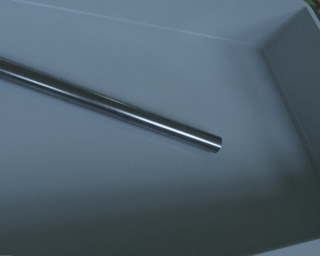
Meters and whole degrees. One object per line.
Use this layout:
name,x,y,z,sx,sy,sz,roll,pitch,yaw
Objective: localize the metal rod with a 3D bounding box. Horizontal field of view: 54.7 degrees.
metal rod,-0.056,-0.024,0.391,0.302,0.025,0.025,19,54,-17
